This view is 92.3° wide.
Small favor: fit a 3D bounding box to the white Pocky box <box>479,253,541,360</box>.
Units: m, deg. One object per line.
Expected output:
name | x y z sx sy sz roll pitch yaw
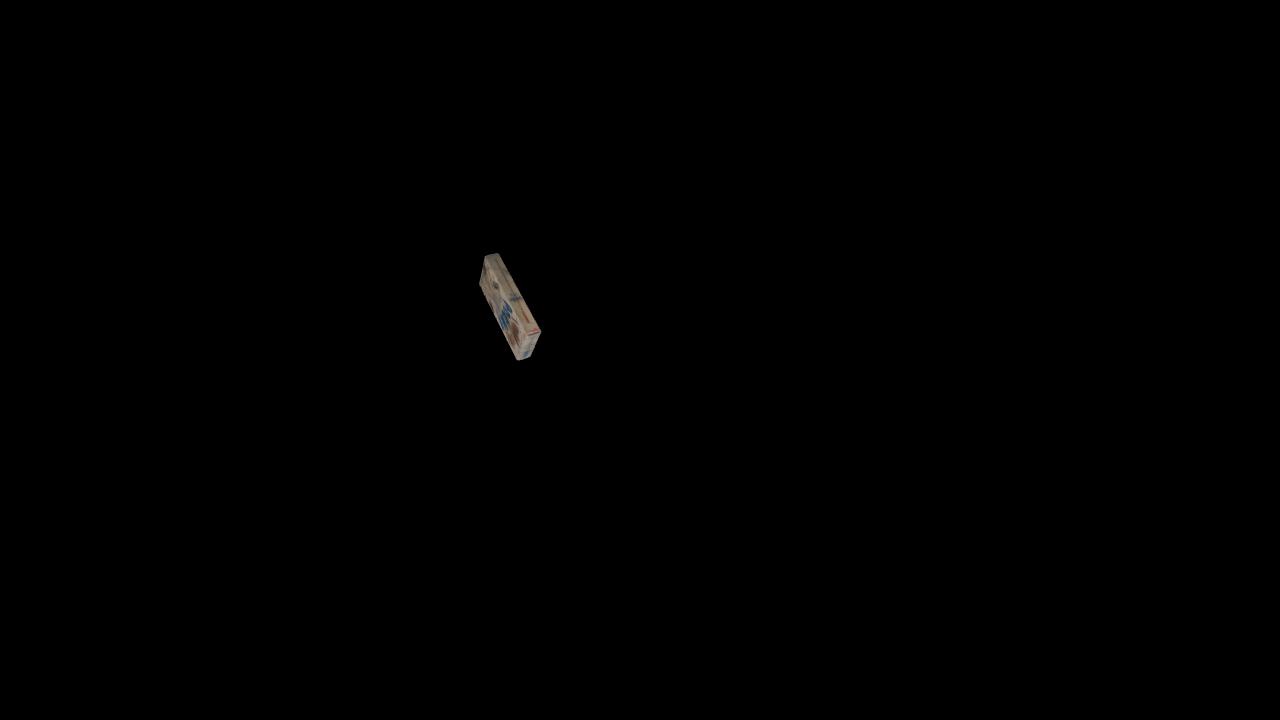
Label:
white Pocky box | -0.207 -0.084 0.971 0.028 0.154 0.084 -20 -18 -31
